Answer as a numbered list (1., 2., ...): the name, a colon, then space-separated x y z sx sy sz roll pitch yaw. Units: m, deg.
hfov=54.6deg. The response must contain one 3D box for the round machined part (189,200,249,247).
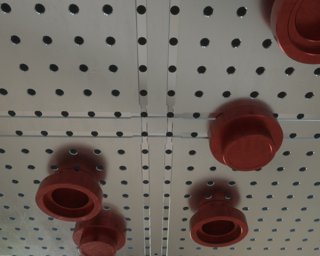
1. round machined part: 0.100 0.164 0.540 0.099 0.042 0.097 0 130 0

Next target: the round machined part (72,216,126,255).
1. round machined part: -0.113 0.211 0.578 0.099 0.042 0.097 0 130 0

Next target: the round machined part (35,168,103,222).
1. round machined part: -0.138 0.101 0.485 0.099 0.042 0.097 0 130 0

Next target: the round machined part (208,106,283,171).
1. round machined part: 0.117 0.021 0.419 0.099 0.042 0.097 0 130 0

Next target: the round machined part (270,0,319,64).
1. round machined part: 0.158 -0.116 0.303 0.099 0.042 0.097 0 130 0
